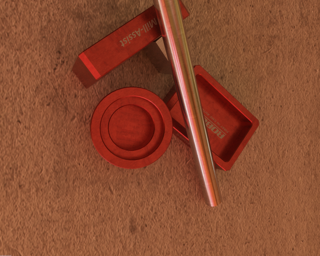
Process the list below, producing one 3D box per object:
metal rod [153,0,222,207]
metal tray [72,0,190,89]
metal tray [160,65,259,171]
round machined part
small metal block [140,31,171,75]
[{"bbox_3d":[0.038,-0.021,0.369,0.025,0.025,0.298,-28,121,-18],"label":"metal rod"},{"bbox_3d":[-0.037,-0.099,0.362,0.131,0.090,0.030,-39,103,-16],"label":"metal tray"},{"bbox_3d":[0.067,-0.013,0.434,0.130,0.030,0.090,40,77,-16],"label":"metal tray"},{"bbox_3d":[-0.037,-0.001,0.385,0.099,0.042,0.097,-1,93,-14],"label":"round machined part"},{"bbox_3d":[0.006,-0.096,0.395,0.025,0.050,0.050,-44,119,-12],"label":"small metal block"}]
